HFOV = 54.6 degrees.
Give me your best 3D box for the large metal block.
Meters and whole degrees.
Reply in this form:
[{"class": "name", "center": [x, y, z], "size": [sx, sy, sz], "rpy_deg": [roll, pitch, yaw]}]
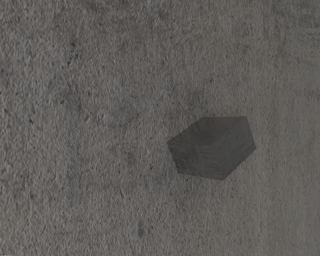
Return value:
[{"class": "large metal block", "center": [0.071, 0.024, 0.427], "size": [0.080, 0.080, 0.050], "rpy_deg": [-34, 111, -35]}]
